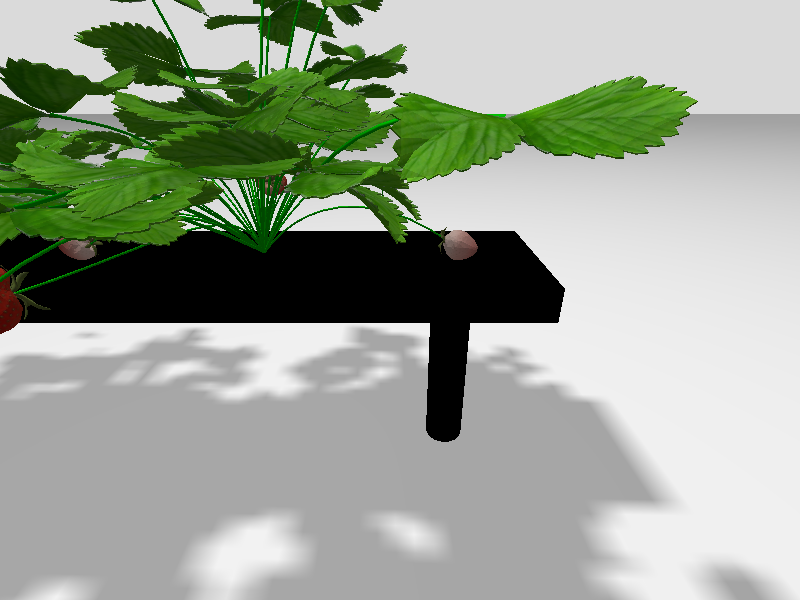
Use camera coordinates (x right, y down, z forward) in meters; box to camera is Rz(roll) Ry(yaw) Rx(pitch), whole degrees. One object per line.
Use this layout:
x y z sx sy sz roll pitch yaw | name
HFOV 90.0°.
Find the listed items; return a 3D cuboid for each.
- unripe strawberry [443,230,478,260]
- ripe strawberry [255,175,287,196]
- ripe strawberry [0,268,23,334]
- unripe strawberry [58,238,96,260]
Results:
0.052 -0.048 0.347 0.030 0.026 0.030 17 27 -2 | unripe strawberry
-0.184 -0.169 0.576 0.044 0.039 0.040 -6 15 -13 | ripe strawberry
-0.248 0.001 0.231 0.038 0.043 0.041 21 34 35 | ripe strawberry
-0.280 -0.048 0.347 0.026 0.027 0.024 -5 27 -5 | unripe strawberry
